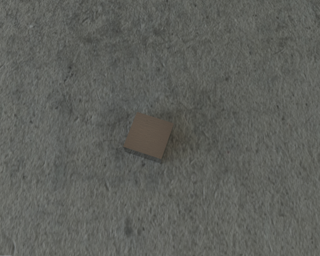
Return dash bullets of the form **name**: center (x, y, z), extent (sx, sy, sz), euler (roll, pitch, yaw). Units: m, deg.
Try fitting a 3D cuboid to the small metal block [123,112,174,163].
- **small metal block**: center (-0.014, 0.013, 0.403), extent (0.050, 0.025, 0.050), euler (18, 71, 6)
